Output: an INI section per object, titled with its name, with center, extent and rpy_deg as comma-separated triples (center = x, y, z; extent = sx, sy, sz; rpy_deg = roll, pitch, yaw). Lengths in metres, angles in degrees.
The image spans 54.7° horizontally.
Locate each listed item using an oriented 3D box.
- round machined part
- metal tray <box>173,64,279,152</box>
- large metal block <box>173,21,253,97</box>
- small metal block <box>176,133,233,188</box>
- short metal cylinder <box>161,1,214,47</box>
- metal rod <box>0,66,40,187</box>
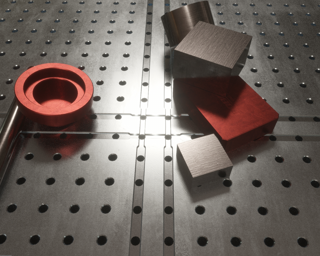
[round machined part]
center = -0.141, -0.041, 0.421
extent = 0.099, 0.042, 0.098
rpy_deg = 8, 50, -9
[metal tray]
center = 0.087, -0.034, 0.434
extent = 0.091, 0.030, 0.130
rpy_deg = -22, 54, -18
[large metal block]
center = 0.073, -0.099, 0.436
extent = 0.080, 0.050, 0.080
rpy_deg = 23, 54, 18
[small metal block]
center = 0.053, 0.039, 0.376
extent = 0.050, 0.025, 0.050
rpy_deg = -15, 52, -12
[short metal cylinder]
center = 0.047, -0.169, 0.508
extent = 0.080, 0.050, 0.080
rpy_deg = -17, 11, 4
[metal rod]
center = -0.194, 0.029, 0.380
extent = 0.025, 0.025, 0.300
rpy_deg = 1, 50, 0
